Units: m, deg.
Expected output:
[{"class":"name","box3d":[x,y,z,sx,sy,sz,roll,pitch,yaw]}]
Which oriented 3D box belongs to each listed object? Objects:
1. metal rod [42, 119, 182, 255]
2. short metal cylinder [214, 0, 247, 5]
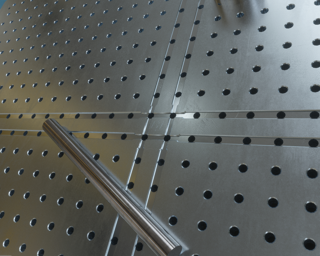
[{"class":"metal rod","box3d":[-0.083,0.064,0.412,0.300,0.025,0.025,35,82,38]},{"class":"short metal cylinder","box3d":[0.114,-0.238,0.479,0.080,0.050,0.080,-13,56,21]}]
